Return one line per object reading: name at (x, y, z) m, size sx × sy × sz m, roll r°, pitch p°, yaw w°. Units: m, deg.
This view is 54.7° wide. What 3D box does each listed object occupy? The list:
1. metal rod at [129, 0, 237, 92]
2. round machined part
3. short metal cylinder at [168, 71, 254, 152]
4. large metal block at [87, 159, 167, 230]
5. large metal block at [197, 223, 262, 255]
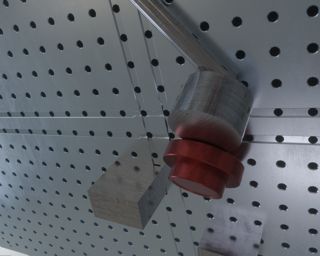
metal rod at (-0.031, -0.153, 0.332) m, size 0.300 × 0.025 × 0.025 m, roll 45°, pitch 129°, yaw -4°
round machined part at (0.049, 0.055, 0.378) m, size 0.098 × 0.042 × 0.098 m, roll 20°, pitch 160°, yaw 8°
short metal cylinder at (0.055, -0.016, 0.335) m, size 0.080 × 0.050 × 0.080 m, roll 20°, pitch 155°, yaw 10°
large metal block at (-0.046, 0.095, 0.458) m, size 0.080 × 0.080 × 0.050 m, roll 7°, pitch 122°, yaw 24°
large metal block at (0.104, 0.198, 0.463) m, size 0.080 × 0.050 × 0.079 m, roll 7°, pitch 122°, yaw 24°
